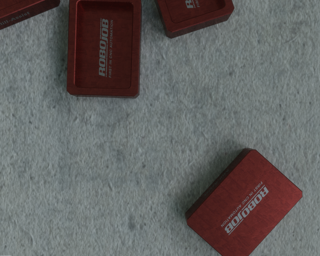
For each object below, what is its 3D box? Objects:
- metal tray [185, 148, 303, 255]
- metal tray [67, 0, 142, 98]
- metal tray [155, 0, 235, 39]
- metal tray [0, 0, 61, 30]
[{"bbox_3d":[0.108,0.102,0.409,0.090,0.030,0.130,42,90,-1],"label":"metal tray"},{"bbox_3d":[-0.071,-0.106,0.406,0.091,0.030,0.129,2,90,-1],"label":"metal tray"},{"bbox_3d":[0.033,-0.195,0.407,0.090,0.030,0.129,-19,90,-1],"label":"metal tray"},{"bbox_3d":[-0.210,-0.183,0.404,0.131,0.030,0.090,-23,90,-1],"label":"metal tray"}]
